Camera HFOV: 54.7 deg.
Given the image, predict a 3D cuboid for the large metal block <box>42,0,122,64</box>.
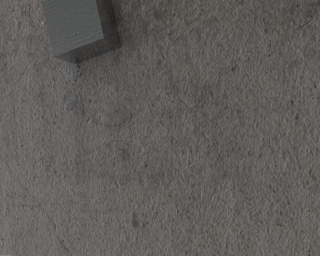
[{"bbox_3d":[-0.108,-0.144,0.434,0.080,0.050,0.080,-14,85,19],"label":"large metal block"}]
